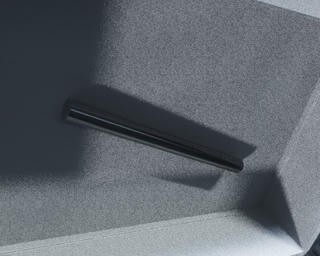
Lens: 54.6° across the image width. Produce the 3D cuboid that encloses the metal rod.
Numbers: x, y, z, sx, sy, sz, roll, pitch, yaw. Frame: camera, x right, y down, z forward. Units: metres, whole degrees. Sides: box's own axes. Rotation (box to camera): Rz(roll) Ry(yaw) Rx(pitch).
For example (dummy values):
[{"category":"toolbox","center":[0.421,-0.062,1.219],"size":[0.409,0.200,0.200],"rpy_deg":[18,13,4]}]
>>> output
[{"category":"metal rod","center":[0.014,0.021,0.426],"size":[0.302,0.025,0.025],"rpy_deg":[20,108,-36]}]
